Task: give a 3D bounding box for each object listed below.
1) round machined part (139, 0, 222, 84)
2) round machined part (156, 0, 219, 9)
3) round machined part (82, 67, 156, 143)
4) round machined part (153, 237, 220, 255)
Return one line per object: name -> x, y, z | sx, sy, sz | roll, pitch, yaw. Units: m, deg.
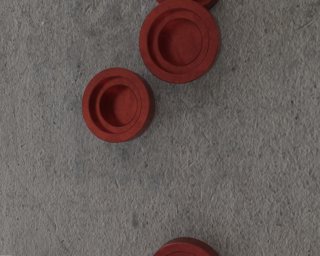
round machined part -> 0.027, -0.105, 0.384 | 0.098, 0.042, 0.097 | 5, 104, 19
round machined part -> 0.032, -0.193, 0.388 | 0.098, 0.042, 0.097 | 0, 90, 20
round machined part -> -0.052, -0.030, 0.418 | 0.098, 0.042, 0.097 | 0, 90, 20
round machined part -> 0.037, 0.185, 0.387 | 0.098, 0.042, 0.097 | 0, 90, 20
